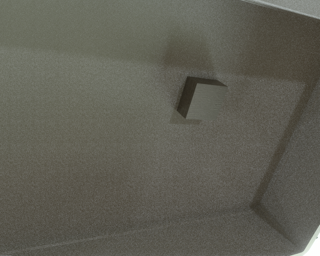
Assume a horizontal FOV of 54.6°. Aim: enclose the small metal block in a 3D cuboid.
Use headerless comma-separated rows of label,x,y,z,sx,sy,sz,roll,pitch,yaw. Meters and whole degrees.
small metal block,0.056,-0.039,0.415,0.050,0.025,0.050,2,118,-29
